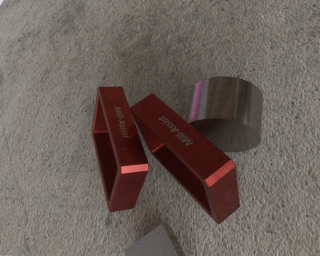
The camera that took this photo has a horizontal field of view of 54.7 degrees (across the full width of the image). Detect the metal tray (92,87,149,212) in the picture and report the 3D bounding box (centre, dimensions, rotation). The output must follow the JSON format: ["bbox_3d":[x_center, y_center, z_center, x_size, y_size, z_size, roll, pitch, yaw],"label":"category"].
[{"bbox_3d":[-0.054,0.023,0.377,0.030,0.089,0.130,-3,49,-23],"label":"metal tray"}]

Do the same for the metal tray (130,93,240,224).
[{"bbox_3d":[0.025,0.030,0.327,0.030,0.090,0.130,-36,50,-13],"label":"metal tray"}]

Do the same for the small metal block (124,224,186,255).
[{"bbox_3d":[-0.002,0.137,0.321,0.050,0.025,0.050,-36,51,4],"label":"small metal block"}]

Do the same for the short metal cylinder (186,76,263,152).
[{"bbox_3d":[0.070,-0.012,0.340,0.080,0.080,0.050,-2,61,27],"label":"short metal cylinder"}]
